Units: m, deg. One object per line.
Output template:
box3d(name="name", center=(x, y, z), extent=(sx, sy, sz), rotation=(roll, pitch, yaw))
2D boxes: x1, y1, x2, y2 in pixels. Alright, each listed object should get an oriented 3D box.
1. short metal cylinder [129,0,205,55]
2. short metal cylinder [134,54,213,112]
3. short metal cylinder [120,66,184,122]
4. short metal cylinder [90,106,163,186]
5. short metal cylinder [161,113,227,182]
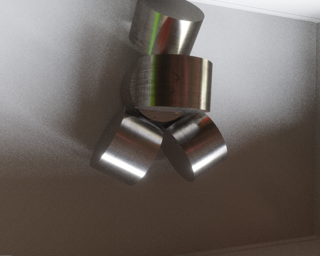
box3d(name="short metal cylinder", center=(0.007, -0.124, 0.375), extent=(0.081, 0.080, 0.050), rotation=(4, 131, -20))
box3d(name="short metal cylinder", center=(0.014, -0.044, 0.331), extent=(0.081, 0.080, 0.050), rotation=(3, 89, -20))
box3d(name="short metal cylinder", center=(-0.005, -0.047, 0.392), extent=(0.081, 0.050, 0.080), rotation=(0, 90, -20))
box3d(name="short metal cylinder", center=(-0.040, 0.021, 0.365), extent=(0.050, 0.080, 0.080), rotation=(31, 80, -17))
box3d(name="short metal cylinder", center=(0.039, 0.021, 0.394), extent=(0.050, 0.080, 0.080), rotation=(-30, 100, -17))
